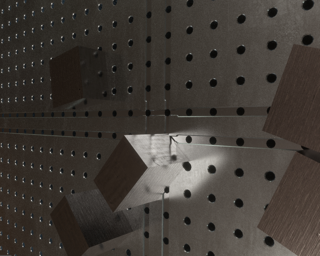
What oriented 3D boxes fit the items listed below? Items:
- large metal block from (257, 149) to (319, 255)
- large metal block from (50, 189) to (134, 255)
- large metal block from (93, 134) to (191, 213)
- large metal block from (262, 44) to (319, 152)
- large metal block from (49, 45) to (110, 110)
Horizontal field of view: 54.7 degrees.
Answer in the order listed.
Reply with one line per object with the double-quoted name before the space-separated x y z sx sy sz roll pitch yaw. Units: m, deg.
"large metal block" 0.147 0.073 0.271 0.080 0.050 0.079 32 110 35
"large metal block" -0.099 0.139 0.453 0.050 0.081 0.080 -50 61 28
"large metal block" -0.022 0.054 0.390 0.050 0.081 0.080 51 120 27
"large metal block" 0.149 -0.021 0.270 0.080 0.050 0.079 26 106 36
"large metal block" -0.130 -0.077 0.498 0.080 0.050 0.080 -11 83 39
